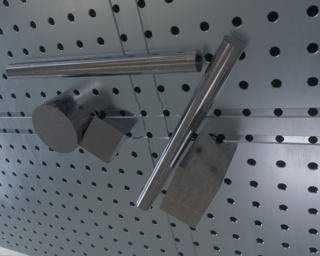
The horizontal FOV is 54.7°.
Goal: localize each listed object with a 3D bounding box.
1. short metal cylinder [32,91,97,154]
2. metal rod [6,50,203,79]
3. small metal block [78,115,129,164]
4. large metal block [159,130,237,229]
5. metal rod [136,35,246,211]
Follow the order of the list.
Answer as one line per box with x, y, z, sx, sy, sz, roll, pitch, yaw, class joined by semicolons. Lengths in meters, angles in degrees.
-0.141;-0.009;0.464;0.080;0.050;0.079;13;124;21;short metal cylinder
-0.091;-0.080;0.409;0.301;0.025;0.025;3;120;26;metal rod
-0.081;0.015;0.450;0.050;0.025;0.050;32;100;7;small metal block
0.048;0.063;0.389;0.050;0.080;0.079;28;128;10;large metal block
0.025;0.017;0.408;0.025;0.025;0.298;32;129;7;metal rod
